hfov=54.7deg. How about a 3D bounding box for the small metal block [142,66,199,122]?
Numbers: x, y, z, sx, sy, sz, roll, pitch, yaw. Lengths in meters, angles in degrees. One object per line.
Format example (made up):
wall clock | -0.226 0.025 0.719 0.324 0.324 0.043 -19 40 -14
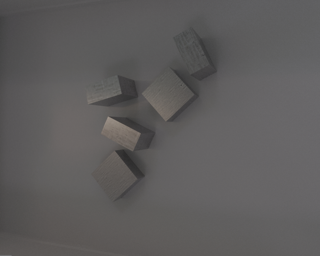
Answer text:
small metal block | 0.014 -0.043 0.406 0.050 0.025 0.050 -44 77 14

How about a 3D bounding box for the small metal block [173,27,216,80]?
small metal block | 0.044 -0.089 0.382 0.025 0.050 0.050 -26 81 18

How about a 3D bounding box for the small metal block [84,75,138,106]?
small metal block | -0.065 -0.049 0.420 0.050 0.050 0.025 -15 85 19

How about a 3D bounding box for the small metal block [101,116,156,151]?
small metal block | -0.041 0.007 0.412 0.050 0.050 0.025 27 99 18

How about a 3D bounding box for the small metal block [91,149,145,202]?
small metal block | -0.058 0.066 0.431 0.050 0.025 0.050 -44 77 14
